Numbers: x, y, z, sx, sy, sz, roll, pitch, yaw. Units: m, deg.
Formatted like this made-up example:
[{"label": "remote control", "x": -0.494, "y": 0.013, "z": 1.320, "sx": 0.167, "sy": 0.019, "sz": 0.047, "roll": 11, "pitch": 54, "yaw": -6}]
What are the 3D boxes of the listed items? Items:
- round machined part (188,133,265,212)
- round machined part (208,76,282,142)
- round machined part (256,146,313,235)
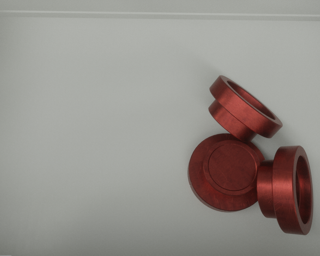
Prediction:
[{"label": "round machined part", "x": 0.085, "y": 0.052, "z": 0.382, "sx": 0.099, "sy": 0.042, "sz": 0.098, "roll": 0, "pitch": 70, "yaw": 0}, {"label": "round machined part", "x": 0.100, "y": -0.020, "z": 0.389, "sx": 0.098, "sy": 0.098, "sz": 0.042, "roll": 43, "pitch": 111, "yaw": 14}, {"label": "round machined part", "x": 0.143, "y": 0.070, "z": 0.356, "sx": 0.042, "sy": 0.098, "sz": 0.098, "roll": -7, "pitch": 66, "yaw": 36}]
